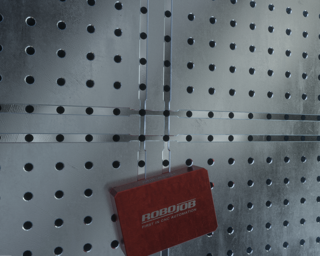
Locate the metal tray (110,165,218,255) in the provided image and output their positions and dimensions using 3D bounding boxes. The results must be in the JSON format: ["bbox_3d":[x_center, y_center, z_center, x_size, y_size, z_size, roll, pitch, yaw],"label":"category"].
[{"bbox_3d":[0.007,0.110,0.414,0.131,0.030,0.089,-13,95,-20],"label":"metal tray"}]
